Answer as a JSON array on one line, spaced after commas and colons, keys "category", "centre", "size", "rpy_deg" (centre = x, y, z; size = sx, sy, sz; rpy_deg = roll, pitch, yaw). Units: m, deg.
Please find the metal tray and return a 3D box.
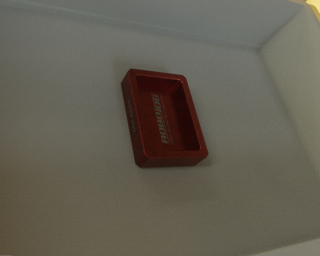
[{"category": "metal tray", "centre": [0.004, -0.014, 0.411], "size": [0.091, 0.030, 0.130], "rpy_deg": [2, 61, -28]}]
